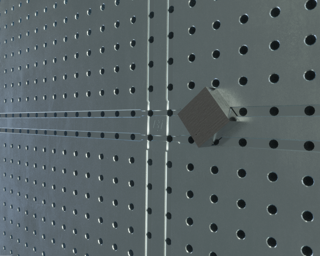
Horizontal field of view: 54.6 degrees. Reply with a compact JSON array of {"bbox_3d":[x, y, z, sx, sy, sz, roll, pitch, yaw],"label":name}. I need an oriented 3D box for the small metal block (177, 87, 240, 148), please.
[{"bbox_3d":[0.056,-0.012,0.364,0.050,0.025,0.050,-45,63,31],"label":"small metal block"}]
